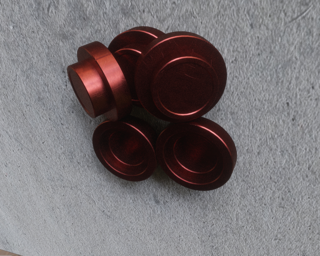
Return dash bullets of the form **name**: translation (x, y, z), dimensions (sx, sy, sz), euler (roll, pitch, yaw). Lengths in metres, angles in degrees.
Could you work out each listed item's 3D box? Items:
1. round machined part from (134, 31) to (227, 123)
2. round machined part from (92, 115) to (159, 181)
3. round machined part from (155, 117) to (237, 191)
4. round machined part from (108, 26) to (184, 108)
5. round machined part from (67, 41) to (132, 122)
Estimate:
- **round machined part**: translation (0.023, -0.048, 0.326), dimensions (0.099, 0.042, 0.097), euler (-4, 120, -6)
- **round machined part**: translation (-0.041, 0.023, 0.431), dimensions (0.098, 0.042, 0.097), euler (13, 124, 20)
- **round machined part**: translation (0.047, 0.027, 0.388), dimensions (0.098, 0.042, 0.097), euler (13, 124, 20)
- **round machined part**: translation (-0.024, -0.066, 0.367), dimensions (0.098, 0.042, 0.097), euler (13, 124, 20)
- **round machined part**: translation (-0.077, -0.051, 0.374), dimensions (0.098, 0.042, 0.097), euler (47, 154, 32)
